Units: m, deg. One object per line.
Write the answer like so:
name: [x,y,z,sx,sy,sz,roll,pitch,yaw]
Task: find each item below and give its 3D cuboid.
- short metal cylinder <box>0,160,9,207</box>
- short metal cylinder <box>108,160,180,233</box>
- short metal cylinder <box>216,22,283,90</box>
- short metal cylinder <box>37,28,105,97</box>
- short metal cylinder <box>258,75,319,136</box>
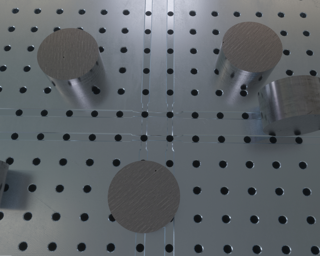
short metal cylinder: [-0.224,0.063,0.358,0.080,0.080,0.050,2,70,1]
short metal cylinder: [-0.018,0.083,0.368,0.081,0.050,0.080,0,70,0]
short metal cylinder: [0.123,-0.101,0.436,0.081,0.050,0.080,0,70,0]
short metal cylinder: [-0.121,-0.090,0.430,0.081,0.050,0.080,0,70,0]
short metal cylinder: [0.169,-0.025,0.393,0.081,0.080,0.050,-2,70,-1]
